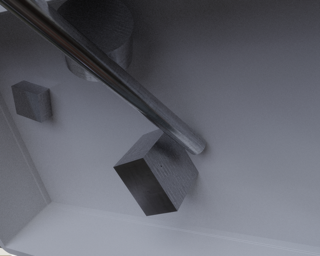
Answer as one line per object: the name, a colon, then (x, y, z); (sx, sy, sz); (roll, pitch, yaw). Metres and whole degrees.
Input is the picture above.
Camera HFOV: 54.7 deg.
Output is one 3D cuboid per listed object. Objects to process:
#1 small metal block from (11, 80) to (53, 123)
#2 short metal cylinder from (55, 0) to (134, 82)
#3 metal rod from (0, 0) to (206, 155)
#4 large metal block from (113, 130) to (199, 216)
small metal block: (-0.200, -0.042, 0.486); (0.050, 0.025, 0.050); (18, 126, 17)
short metal cylinder: (-0.070, -0.098, 0.338); (0.080, 0.080, 0.050); (31, 157, 7)
metal rod: (-0.045, -0.050, 0.307); (0.025, 0.025, 0.301); (-19, 139, 35)
large metal block: (-0.002, 0.055, 0.407); (0.050, 0.080, 0.080); (-21, 108, 35)
